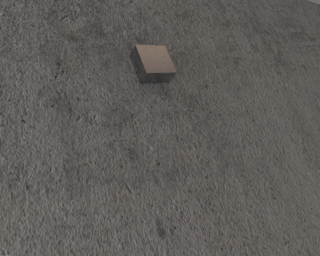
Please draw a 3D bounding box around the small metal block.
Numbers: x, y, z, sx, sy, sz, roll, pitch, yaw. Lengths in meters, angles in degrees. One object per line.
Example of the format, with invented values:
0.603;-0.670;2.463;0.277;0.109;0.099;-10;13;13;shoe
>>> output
-0.011;-0.094;0.455;0.050;0.025;0.050;-8;66;-31;small metal block
